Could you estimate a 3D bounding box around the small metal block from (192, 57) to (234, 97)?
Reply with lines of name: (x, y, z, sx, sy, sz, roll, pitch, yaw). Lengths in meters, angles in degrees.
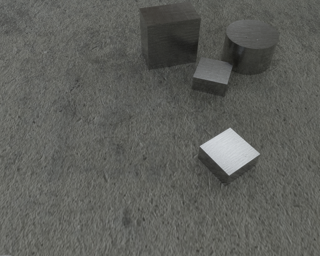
small metal block: (0.080, -0.078, 0.470, 0.050, 0.025, 0.050, 15, 51, 12)

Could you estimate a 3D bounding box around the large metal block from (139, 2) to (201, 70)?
large metal block: (0.014, -0.145, 0.490, 0.081, 0.080, 0.050, -12, 51, -10)

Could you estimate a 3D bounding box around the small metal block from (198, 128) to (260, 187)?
small metal block: (0.082, 0.034, 0.375, 0.050, 0.025, 0.050, -29, 56, -22)

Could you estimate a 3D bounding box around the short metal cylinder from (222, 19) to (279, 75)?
short metal cylinder: (0.143, -0.131, 0.498, 0.081, 0.050, 0.080, 0, 50, 0)
